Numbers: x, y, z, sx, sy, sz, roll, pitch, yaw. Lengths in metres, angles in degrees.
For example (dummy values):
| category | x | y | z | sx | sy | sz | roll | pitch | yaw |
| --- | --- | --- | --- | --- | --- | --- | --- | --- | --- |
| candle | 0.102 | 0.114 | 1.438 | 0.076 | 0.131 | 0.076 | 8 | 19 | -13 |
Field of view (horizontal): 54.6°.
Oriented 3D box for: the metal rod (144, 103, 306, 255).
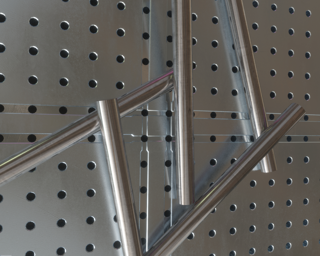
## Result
| category | x | y | z | sx | sy | sz | roll | pitch | yaw |
| --- | --- | --- | --- | --- | --- | --- | --- | --- | --- |
| metal rod | 0.094 | 0.075 | 0.429 | 0.300 | 0.025 | 0.025 | -44 | 104 | -8 |

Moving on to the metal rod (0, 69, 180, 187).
| category | x | y | z | sx | sy | sz | roll | pitch | yaw |
| --- | --- | --- | --- | --- | --- | --- | --- | --- | --- |
| metal rod | -0.088 | -0.003 | 0.380 | 0.302 | 0.025 | 0.025 | -31 | 100 | -17 |

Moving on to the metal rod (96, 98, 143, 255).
| category | x | y | z | sx | sy | sz | roll | pitch | yaw |
| --- | --- | --- | --- | --- | --- | --- | --- | --- | --- |
| metal rod | -0.040 | 0.113 | 0.383 | 0.025 | 0.025 | 0.298 | -12 | 100 | -20 |

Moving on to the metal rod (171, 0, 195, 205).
| category | x | y | z | sx | sy | sz | roll | pitch | yaw |
| --- | --- | --- | --- | --- | --- | --- | --- | --- | --- |
| metal rod | 0.030 | -0.046 | 0.399 | 0.025 | 0.025 | 0.298 | -6 | 101 | -20 |

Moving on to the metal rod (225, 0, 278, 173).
| category | x | y | z | sx | sy | sz | roll | pitch | yaw |
| --- | --- | --- | --- | --- | --- | --- | --- | --- | --- |
| metal rod | 0.132 | -0.081 | 0.460 | 0.025 | 0.025 | 0.299 | -15 | 95 | -19 |
